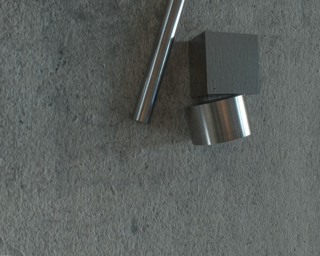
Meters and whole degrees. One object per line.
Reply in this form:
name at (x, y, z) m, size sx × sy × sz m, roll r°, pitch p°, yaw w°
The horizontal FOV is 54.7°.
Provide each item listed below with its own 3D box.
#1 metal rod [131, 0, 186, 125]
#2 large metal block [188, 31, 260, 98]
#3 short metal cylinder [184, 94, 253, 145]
metal rod at (0.016, -0.150, 0.414) m, size 0.025 × 0.025 × 0.299 m, roll 18°, pitch 84°, yaw -19°
large metal block at (0.088, -0.085, 0.428) m, size 0.081 × 0.050 × 0.080 m, roll -3°, pitch 91°, yaw -20°
short metal cylinder at (0.077, -0.012, 0.408) m, size 0.081 × 0.080 × 0.050 m, roll -15°, pitch 96°, yaw -20°
